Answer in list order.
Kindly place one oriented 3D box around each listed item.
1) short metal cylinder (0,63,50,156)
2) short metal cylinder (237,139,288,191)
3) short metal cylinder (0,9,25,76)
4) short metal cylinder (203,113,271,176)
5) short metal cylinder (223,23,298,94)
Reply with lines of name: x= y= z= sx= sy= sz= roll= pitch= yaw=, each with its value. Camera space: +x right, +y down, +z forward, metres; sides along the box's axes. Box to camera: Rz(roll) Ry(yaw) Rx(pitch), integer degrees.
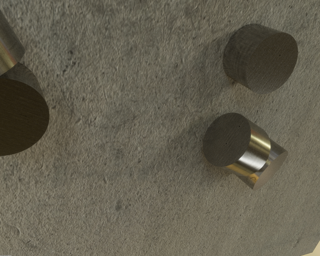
short metal cylinder: x=-0.151 y=-0.020 z=0.292 sx=0.081 sy=0.050 sz=0.079 roll=-16 pitch=129 yaw=-21
short metal cylinder: x=0.156 y=0.053 z=0.492 sx=0.080 sy=0.050 sz=0.080 roll=-32 pitch=146 yaw=-25
short metal cylinder: x=-0.158 y=-0.067 z=0.244 sx=0.080 sy=0.080 sz=0.050 roll=-29 pitch=128 yaw=-10
short metal cylinder: x=0.109 y=0.024 z=0.445 sx=0.050 sy=0.080 sz=0.080 roll=26 pitch=104 yaw=-37
short metal cylinder: x=0.130 y=-0.091 z=0.405 sx=0.081 sy=0.050 sz=0.079 roll=-14 pitch=124 yaw=-21
